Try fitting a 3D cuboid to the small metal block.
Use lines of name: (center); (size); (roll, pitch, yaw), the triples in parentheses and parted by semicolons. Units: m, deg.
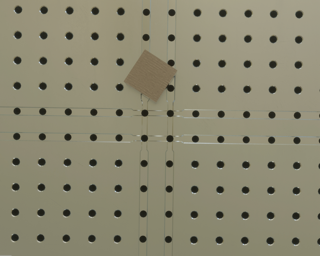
small metal block: (-0.012, -0.067, 0.413); (0.050, 0.025, 0.050); (33, 90, 0)
